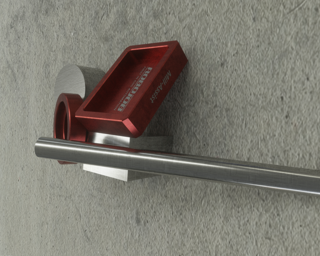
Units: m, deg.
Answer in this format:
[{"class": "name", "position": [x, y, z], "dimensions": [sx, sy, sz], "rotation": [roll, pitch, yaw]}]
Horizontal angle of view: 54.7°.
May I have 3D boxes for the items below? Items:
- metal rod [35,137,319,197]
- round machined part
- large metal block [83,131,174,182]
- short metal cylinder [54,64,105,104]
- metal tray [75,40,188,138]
[{"class": "metal rod", "position": [0.006, 0.037, 0.323], "dimensions": [0.301, 0.025, 0.025], "rotation": [6, 94, 15]}, {"class": "round machined part", "position": [-0.117, 0.001, 0.431], "dimensions": [0.098, 0.042, 0.097], "rotation": [-3, 86, 60]}, {"class": "large metal block", "position": [-0.040, 0.032, 0.401], "dimensions": [0.080, 0.081, 0.050], "rotation": [6, 94, 39]}, {"class": "short metal cylinder", "position": [-0.122, -0.057, 0.488], "dimensions": [0.080, 0.050, 0.079], "rotation": [0, 90, 39]}, {"class": "metal tray", "position": [-0.033, -0.051, 0.379], "dimensions": [0.090, 0.030, 0.130], "rotation": [6, 54, 39]}]
